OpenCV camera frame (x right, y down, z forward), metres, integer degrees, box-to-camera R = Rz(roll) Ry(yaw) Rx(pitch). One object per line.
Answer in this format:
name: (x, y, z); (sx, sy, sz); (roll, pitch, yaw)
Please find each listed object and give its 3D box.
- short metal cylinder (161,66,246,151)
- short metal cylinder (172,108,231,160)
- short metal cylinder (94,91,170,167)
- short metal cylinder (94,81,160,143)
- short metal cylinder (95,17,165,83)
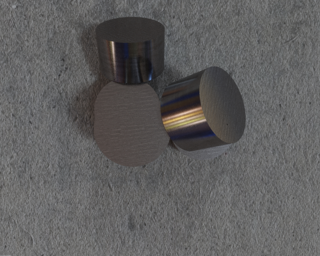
short metal cylinder: (0.047, -0.019, 0.327); (0.050, 0.081, 0.080); (-17, 90, 42)
short metal cylinder: (0.052, -0.001, 0.399); (0.081, 0.050, 0.079); (0, 90, -1)
short metal cylinder: (-0.029, 0.001, 0.348); (0.081, 0.050, 0.079); (0, 90, -1)
short metal cylinder: (-0.039, -0.022, 0.398); (0.081, 0.050, 0.079); (0, 90, -1)
short metal cylinder: (-0.035, -0.097, 0.377); (0.081, 0.080, 0.050); (0, 129, -1)
